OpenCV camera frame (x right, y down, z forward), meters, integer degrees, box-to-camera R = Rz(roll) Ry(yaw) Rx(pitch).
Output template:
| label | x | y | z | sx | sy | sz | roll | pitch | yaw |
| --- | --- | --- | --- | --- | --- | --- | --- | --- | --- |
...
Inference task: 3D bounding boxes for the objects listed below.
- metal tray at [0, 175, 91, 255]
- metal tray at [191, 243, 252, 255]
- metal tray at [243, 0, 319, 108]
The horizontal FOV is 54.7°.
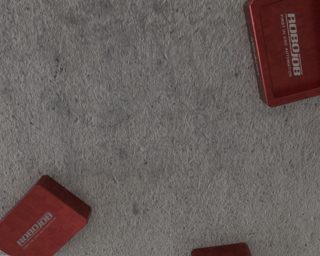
| label | x | y | z | sx | sy | sz | roll | pitch | yaw |
| --- | --- | --- | --- | --- | --- | --- | --- | --- | --- |
| metal tray | -0.178 | 0.142 | 0.458 | 0.090 | 0.030 | 0.130 | 42 | 105 | -14 |
| metal tray | 0.104 | 0.252 | 0.500 | 0.090 | 0.030 | 0.129 | -9 | 110 | 3 |
| metal tray | 0.159 | -0.098 | 0.372 | 0.090 | 0.030 | 0.129 | -15 | 110 | 5 |
